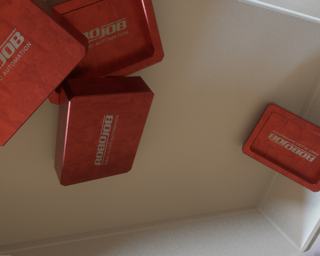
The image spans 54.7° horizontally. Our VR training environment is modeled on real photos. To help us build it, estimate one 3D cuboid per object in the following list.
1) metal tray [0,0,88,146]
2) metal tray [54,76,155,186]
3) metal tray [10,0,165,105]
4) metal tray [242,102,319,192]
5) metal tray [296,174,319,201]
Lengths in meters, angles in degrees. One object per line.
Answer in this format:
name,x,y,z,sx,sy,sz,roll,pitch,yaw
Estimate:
metal tray,-0.138,-0.055,0.269,0.130,0.030,0.090,-43,117,14
metal tray,-0.066,0.005,0.350,0.091,0.030,0.129,-8,135,-31
metal tray,-0.067,-0.090,0.313,0.131,0.030,0.090,-26,128,-13
metal tray,0.208,0.028,0.484,0.089,0.130,0.030,-63,170,17
metal tray,0.368,0.116,0.684,0.131,0.030,0.090,28,103,-38
